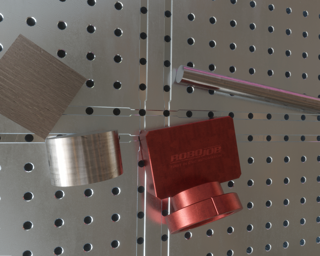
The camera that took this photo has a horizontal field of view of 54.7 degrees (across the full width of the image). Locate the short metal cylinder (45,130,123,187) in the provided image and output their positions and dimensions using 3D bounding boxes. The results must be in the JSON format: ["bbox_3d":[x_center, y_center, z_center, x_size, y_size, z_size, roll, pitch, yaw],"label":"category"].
[{"bbox_3d":[-0.085,0.032,0.353,0.081,0.080,0.050,-8,93,-20],"label":"short metal cylinder"}]

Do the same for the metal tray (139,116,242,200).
[{"bbox_3d":[0.044,0.037,0.428,0.131,0.030,0.089,-11,94,-20],"label":"metal tray"}]

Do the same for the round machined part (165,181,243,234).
[{"bbox_3d":[0.053,0.101,0.401,0.099,0.097,0.042,-11,66,-20],"label":"round machined part"}]

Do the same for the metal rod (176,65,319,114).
[{"bbox_3d":[0.167,-0.052,0.476,0.302,0.025,0.025,9,87,-20],"label":"metal rod"}]

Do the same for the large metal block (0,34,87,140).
[{"bbox_3d":[-0.142,-0.043,0.347,0.080,0.050,0.080,35,79,-17],"label":"large metal block"}]
